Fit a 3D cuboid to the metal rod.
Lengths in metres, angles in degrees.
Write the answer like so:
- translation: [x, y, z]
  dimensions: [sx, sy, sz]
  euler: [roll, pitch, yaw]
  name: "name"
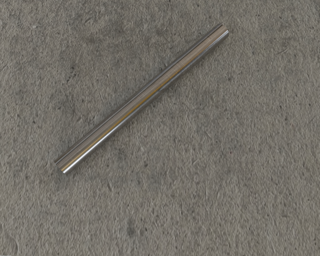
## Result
- translation: [-0.016, -0.047, 0.425]
  dimensions: [0.301, 0.025, 0.025]
  euler: [-42, 75, -14]
  name: "metal rod"
